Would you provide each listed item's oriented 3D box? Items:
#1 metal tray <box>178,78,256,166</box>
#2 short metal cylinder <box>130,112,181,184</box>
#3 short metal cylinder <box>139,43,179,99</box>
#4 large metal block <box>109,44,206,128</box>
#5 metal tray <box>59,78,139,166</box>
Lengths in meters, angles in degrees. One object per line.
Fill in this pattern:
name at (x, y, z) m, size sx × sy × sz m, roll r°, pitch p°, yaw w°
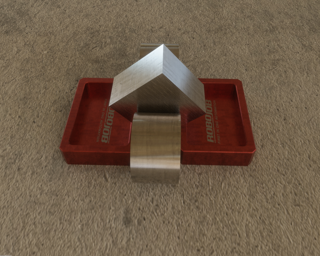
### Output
metal tray at (0.069, -0.012, 0.413) m, size 0.091 × 0.030 × 0.130 m, roll 1°, pitch 50°, yaw 1°
short metal cylinder at (-0.004, 0.023, 0.350) m, size 0.050 × 0.080 × 0.080 m, roll 2°, pitch 50°, yaw 1°
short metal cylinder at (0.000, -0.077, 0.434) m, size 0.050 × 0.080 × 0.080 m, roll 2°, pitch 50°, yaw 1°
large metal block at (-0.002, -0.040, 0.376) m, size 0.080 × 0.080 × 0.050 m, roll -27°, pitch 43°, yaw 31°
metal tray at (-0.071, -0.013, 0.412) m, size 0.091 × 0.030 × 0.130 m, roll 1°, pitch 50°, yaw 1°
